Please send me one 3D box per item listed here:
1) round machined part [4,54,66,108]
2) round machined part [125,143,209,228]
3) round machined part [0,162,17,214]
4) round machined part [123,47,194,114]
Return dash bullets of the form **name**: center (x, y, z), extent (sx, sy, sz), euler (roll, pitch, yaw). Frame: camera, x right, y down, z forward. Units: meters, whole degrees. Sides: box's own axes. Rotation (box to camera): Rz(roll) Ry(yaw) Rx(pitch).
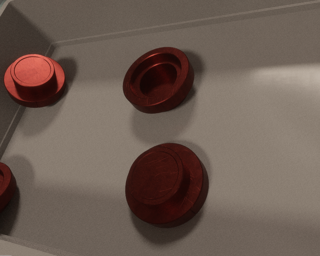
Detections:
- **round machined part**: center (-0.213, -0.086, 0.527), extent (0.099, 0.042, 0.098), euler (5, 62, -9)
- **round machined part**: center (0.003, 0.061, 0.355), extent (0.098, 0.042, 0.098), euler (-13, 56, 20)
- **round machined part**: center (-0.261, 0.098, 0.452), extent (0.099, 0.042, 0.098), euler (-2, 40, 2)
- **round machined part**: center (0.001, -0.061, 0.430), extent (0.098, 0.042, 0.098), euler (-13, 56, 20)
